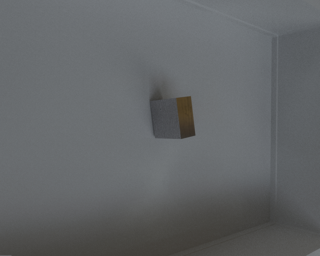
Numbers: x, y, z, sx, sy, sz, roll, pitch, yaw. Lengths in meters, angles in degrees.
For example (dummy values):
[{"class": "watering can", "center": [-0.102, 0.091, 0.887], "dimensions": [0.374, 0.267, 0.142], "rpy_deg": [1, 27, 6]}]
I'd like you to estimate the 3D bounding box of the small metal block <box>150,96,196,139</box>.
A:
[{"class": "small metal block", "center": [0.016, -0.013, 0.398], "dimensions": [0.025, 0.050, 0.050], "rpy_deg": [-11, 97, -39]}]
